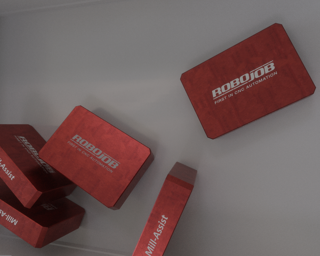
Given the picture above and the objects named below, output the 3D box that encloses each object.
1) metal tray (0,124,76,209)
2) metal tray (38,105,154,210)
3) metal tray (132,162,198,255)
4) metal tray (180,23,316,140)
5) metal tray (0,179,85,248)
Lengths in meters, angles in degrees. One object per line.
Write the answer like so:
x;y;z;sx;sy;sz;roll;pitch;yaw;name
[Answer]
-0.187;0.048;0.441;0.130;0.090;0.030;43;104;14;metal tray
-0.086;0.038;0.420;0.130;0.030;0.090;31;75;17;metal tray
0.004;0.111;0.370;0.030;0.090;0.129;24;97;7;metal tray
0.101;-0.052;0.372;0.130;0.030;0.090;-27;81;18;metal tray
-0.186;0.111;0.441;0.130;0.090;0.030;24;98;18;metal tray
